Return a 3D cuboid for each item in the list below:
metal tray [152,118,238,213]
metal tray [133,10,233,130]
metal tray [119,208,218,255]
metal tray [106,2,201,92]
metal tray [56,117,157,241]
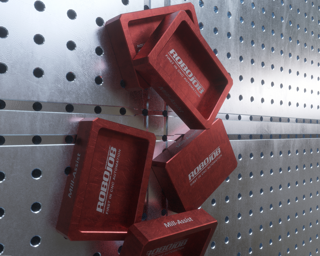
[{"bbox_3d":[0.056,0.053,0.456,0.131,0.030,0.090,-37,113,-34],"label":"metal tray"},{"bbox_3d":[0.036,-0.070,0.397,0.130,0.030,0.090,46,63,-31],"label":"metal tray"},{"bbox_3d":[0.009,0.155,0.388,0.131,0.030,0.089,3,112,-44],"label":"metal tray"},{"bbox_3d":[0.002,-0.109,0.409,0.131,0.030,0.089,-27,107,-37],"label":"metal tray"},{"bbox_3d":[-0.058,0.060,0.358,0.091,0.030,0.129,17,79,-39],"label":"metal tray"}]
